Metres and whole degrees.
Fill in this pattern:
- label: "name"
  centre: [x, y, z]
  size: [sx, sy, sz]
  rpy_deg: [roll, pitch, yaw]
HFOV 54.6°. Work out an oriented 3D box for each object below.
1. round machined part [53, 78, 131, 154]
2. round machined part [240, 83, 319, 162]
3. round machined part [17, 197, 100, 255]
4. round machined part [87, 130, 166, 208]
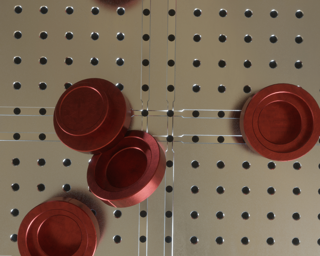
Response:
- label: "round machined part"
  centre: [-0.090, -0.018, 0.390]
  size: [0.098, 0.042, 0.098]
  rpy_deg: [-3, 74, 11]
- label: "round machined part"
  centre: [0.153, -0.007, 0.406]
  size: [0.099, 0.042, 0.097]
  rpy_deg: [0, 90, 0]
- label: "round machined part"
  centre: [-0.127, 0.138, 0.404]
  size: [0.099, 0.042, 0.097]
  rpy_deg: [0, 90, 0]
- label: "round machined part"
  centre: [-0.038, 0.054, 0.388]
  size: [0.098, 0.042, 0.098]
  rpy_deg: [-14, 49, 17]
